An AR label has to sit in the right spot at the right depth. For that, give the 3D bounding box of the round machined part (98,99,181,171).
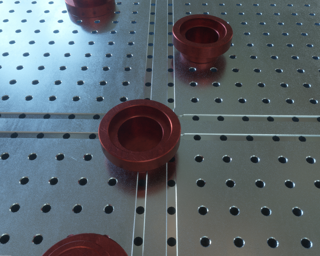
[{"bbox_3d":[-0.024,0.013,0.386,0.099,0.042,0.098,0,50,0],"label":"round machined part"}]

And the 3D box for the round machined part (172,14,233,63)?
[{"bbox_3d":[0.070,-0.146,0.520,0.099,0.042,0.098,0,50,0],"label":"round machined part"}]

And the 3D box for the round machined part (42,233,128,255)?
[{"bbox_3d":[-0.072,0.142,0.278,0.099,0.042,0.098,0,50,0],"label":"round machined part"}]

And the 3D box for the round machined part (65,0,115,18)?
[{"bbox_3d":[-0.141,-0.265,0.619,0.099,0.042,0.098,0,50,0],"label":"round machined part"}]
